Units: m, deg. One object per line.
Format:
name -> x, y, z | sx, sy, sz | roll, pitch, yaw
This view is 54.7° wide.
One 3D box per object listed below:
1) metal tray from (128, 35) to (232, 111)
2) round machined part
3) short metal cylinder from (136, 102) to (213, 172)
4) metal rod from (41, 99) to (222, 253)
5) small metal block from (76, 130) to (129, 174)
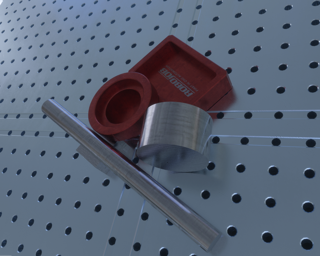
metal tray -> 0.023, -0.068, 0.432 | 0.090, 0.030, 0.130 | -42, 51, -2
round machined part -> -0.046, -0.025, 0.425 | 0.098, 0.042, 0.098 | -14, 55, 22
short metal cylinder -> 0.018, 0.013, 0.353 | 0.080, 0.080, 0.050 | -4, 60, 26
metal rod -> -0.054, 0.042, 0.383 | 0.300, 0.025, 0.025 | 34, 81, 29
small metal block -> -0.080, 0.028, 0.432 | 0.050, 0.025, 0.050 | 32, 79, 37
